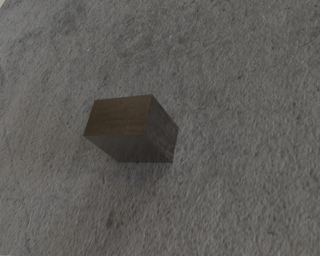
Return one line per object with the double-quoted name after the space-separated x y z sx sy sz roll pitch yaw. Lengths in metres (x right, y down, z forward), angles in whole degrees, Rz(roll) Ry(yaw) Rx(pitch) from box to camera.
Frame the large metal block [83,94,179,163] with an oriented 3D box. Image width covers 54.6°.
-0.032 0.004 0.384 0.080 0.080 0.050 -3 61 27 "large metal block"
